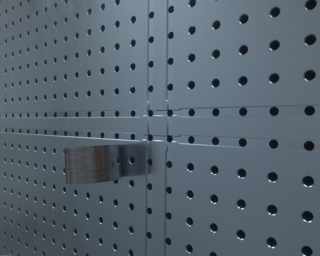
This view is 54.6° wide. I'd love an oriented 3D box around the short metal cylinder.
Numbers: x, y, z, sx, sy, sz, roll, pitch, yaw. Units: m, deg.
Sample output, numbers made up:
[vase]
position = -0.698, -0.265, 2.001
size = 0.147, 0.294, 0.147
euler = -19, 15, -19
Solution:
[short metal cylinder]
position = -0.098, 0.052, 0.456
size = 0.080, 0.081, 0.050
euler = -7, 85, 40
